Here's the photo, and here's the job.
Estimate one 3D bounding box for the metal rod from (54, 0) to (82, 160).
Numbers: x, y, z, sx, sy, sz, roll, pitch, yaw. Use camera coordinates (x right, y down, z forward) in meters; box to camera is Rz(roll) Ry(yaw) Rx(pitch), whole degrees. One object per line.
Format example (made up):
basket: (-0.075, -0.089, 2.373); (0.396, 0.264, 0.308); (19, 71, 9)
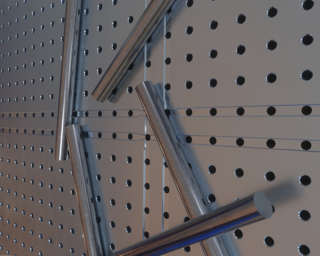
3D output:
metal rod: (-0.159, -0.093, 0.537); (0.025, 0.025, 0.298); (10, 96, 39)

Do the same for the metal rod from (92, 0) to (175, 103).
metal rod: (-0.011, -0.149, 0.415); (0.298, 0.025, 0.025); (-50, 61, 28)

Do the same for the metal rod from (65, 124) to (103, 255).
metal rod: (-0.117, 0.140, 0.502); (0.025, 0.025, 0.299); (-21, 77, 38)

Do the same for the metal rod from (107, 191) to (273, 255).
metal rod: (0.006, 0.140, 0.377); (0.299, 0.025, 0.025); (-39, 66, 41)

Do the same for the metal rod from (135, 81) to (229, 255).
metal rod: (0.034, 0.073, 0.379); (0.025, 0.025, 0.299); (-36, 68, 34)
